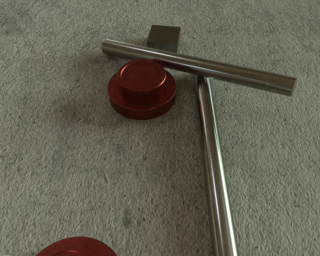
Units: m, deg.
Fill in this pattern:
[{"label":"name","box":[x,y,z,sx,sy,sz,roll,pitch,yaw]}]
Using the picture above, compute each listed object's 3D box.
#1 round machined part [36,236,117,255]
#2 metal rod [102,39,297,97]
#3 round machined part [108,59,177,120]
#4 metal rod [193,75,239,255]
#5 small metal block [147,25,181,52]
[{"label":"round machined part","box":[-0.079,0.143,0.271,0.099,0.042,0.098,0,50,0]},{"label":"metal rod","box":[0.040,-0.094,0.453,0.300,0.025,0.025,18,52,26]},{"label":"round machined part","box":[-0.025,-0.061,0.444,0.099,0.042,0.098,0,50,0]},{"label":"metal rod","box":[0.063,0.018,0.388,0.025,0.025,0.300,0,50,0]},{"label":"small metal block","box":[0.007,-0.150,0.529,0.050,0.025,0.050,7,50,5]}]
